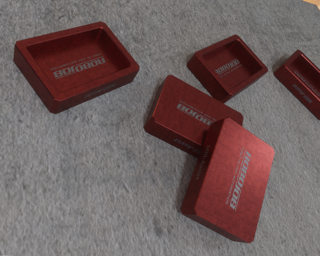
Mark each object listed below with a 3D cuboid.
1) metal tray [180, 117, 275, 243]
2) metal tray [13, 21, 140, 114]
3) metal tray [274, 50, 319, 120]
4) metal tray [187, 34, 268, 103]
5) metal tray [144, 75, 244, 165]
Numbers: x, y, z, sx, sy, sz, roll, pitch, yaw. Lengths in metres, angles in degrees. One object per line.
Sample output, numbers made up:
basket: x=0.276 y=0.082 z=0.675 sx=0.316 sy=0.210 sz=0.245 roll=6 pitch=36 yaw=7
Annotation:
metal tray: x=0.089 y=0.063 z=0.386 sx=0.090 sy=0.030 sz=0.130 roll=32 pitch=63 yaw=-18
metal tray: x=-0.102 y=-0.082 z=0.396 sx=0.131 sy=0.030 sz=0.090 roll=-31 pitch=79 yaw=-38
metal tray: x=0.298 y=-0.088 z=0.618 sx=0.130 sy=0.030 sz=0.091 roll=46 pitch=51 yaw=4
metal tray: x=0.118 y=-0.104 z=0.529 sx=0.131 sy=0.030 sz=0.090 roll=-32 pitch=80 yaw=-38
metal tray: x=0.051 y=-0.008 z=0.435 sx=0.131 sy=0.030 sz=0.090 roll=27 pitch=52 yaw=-12
